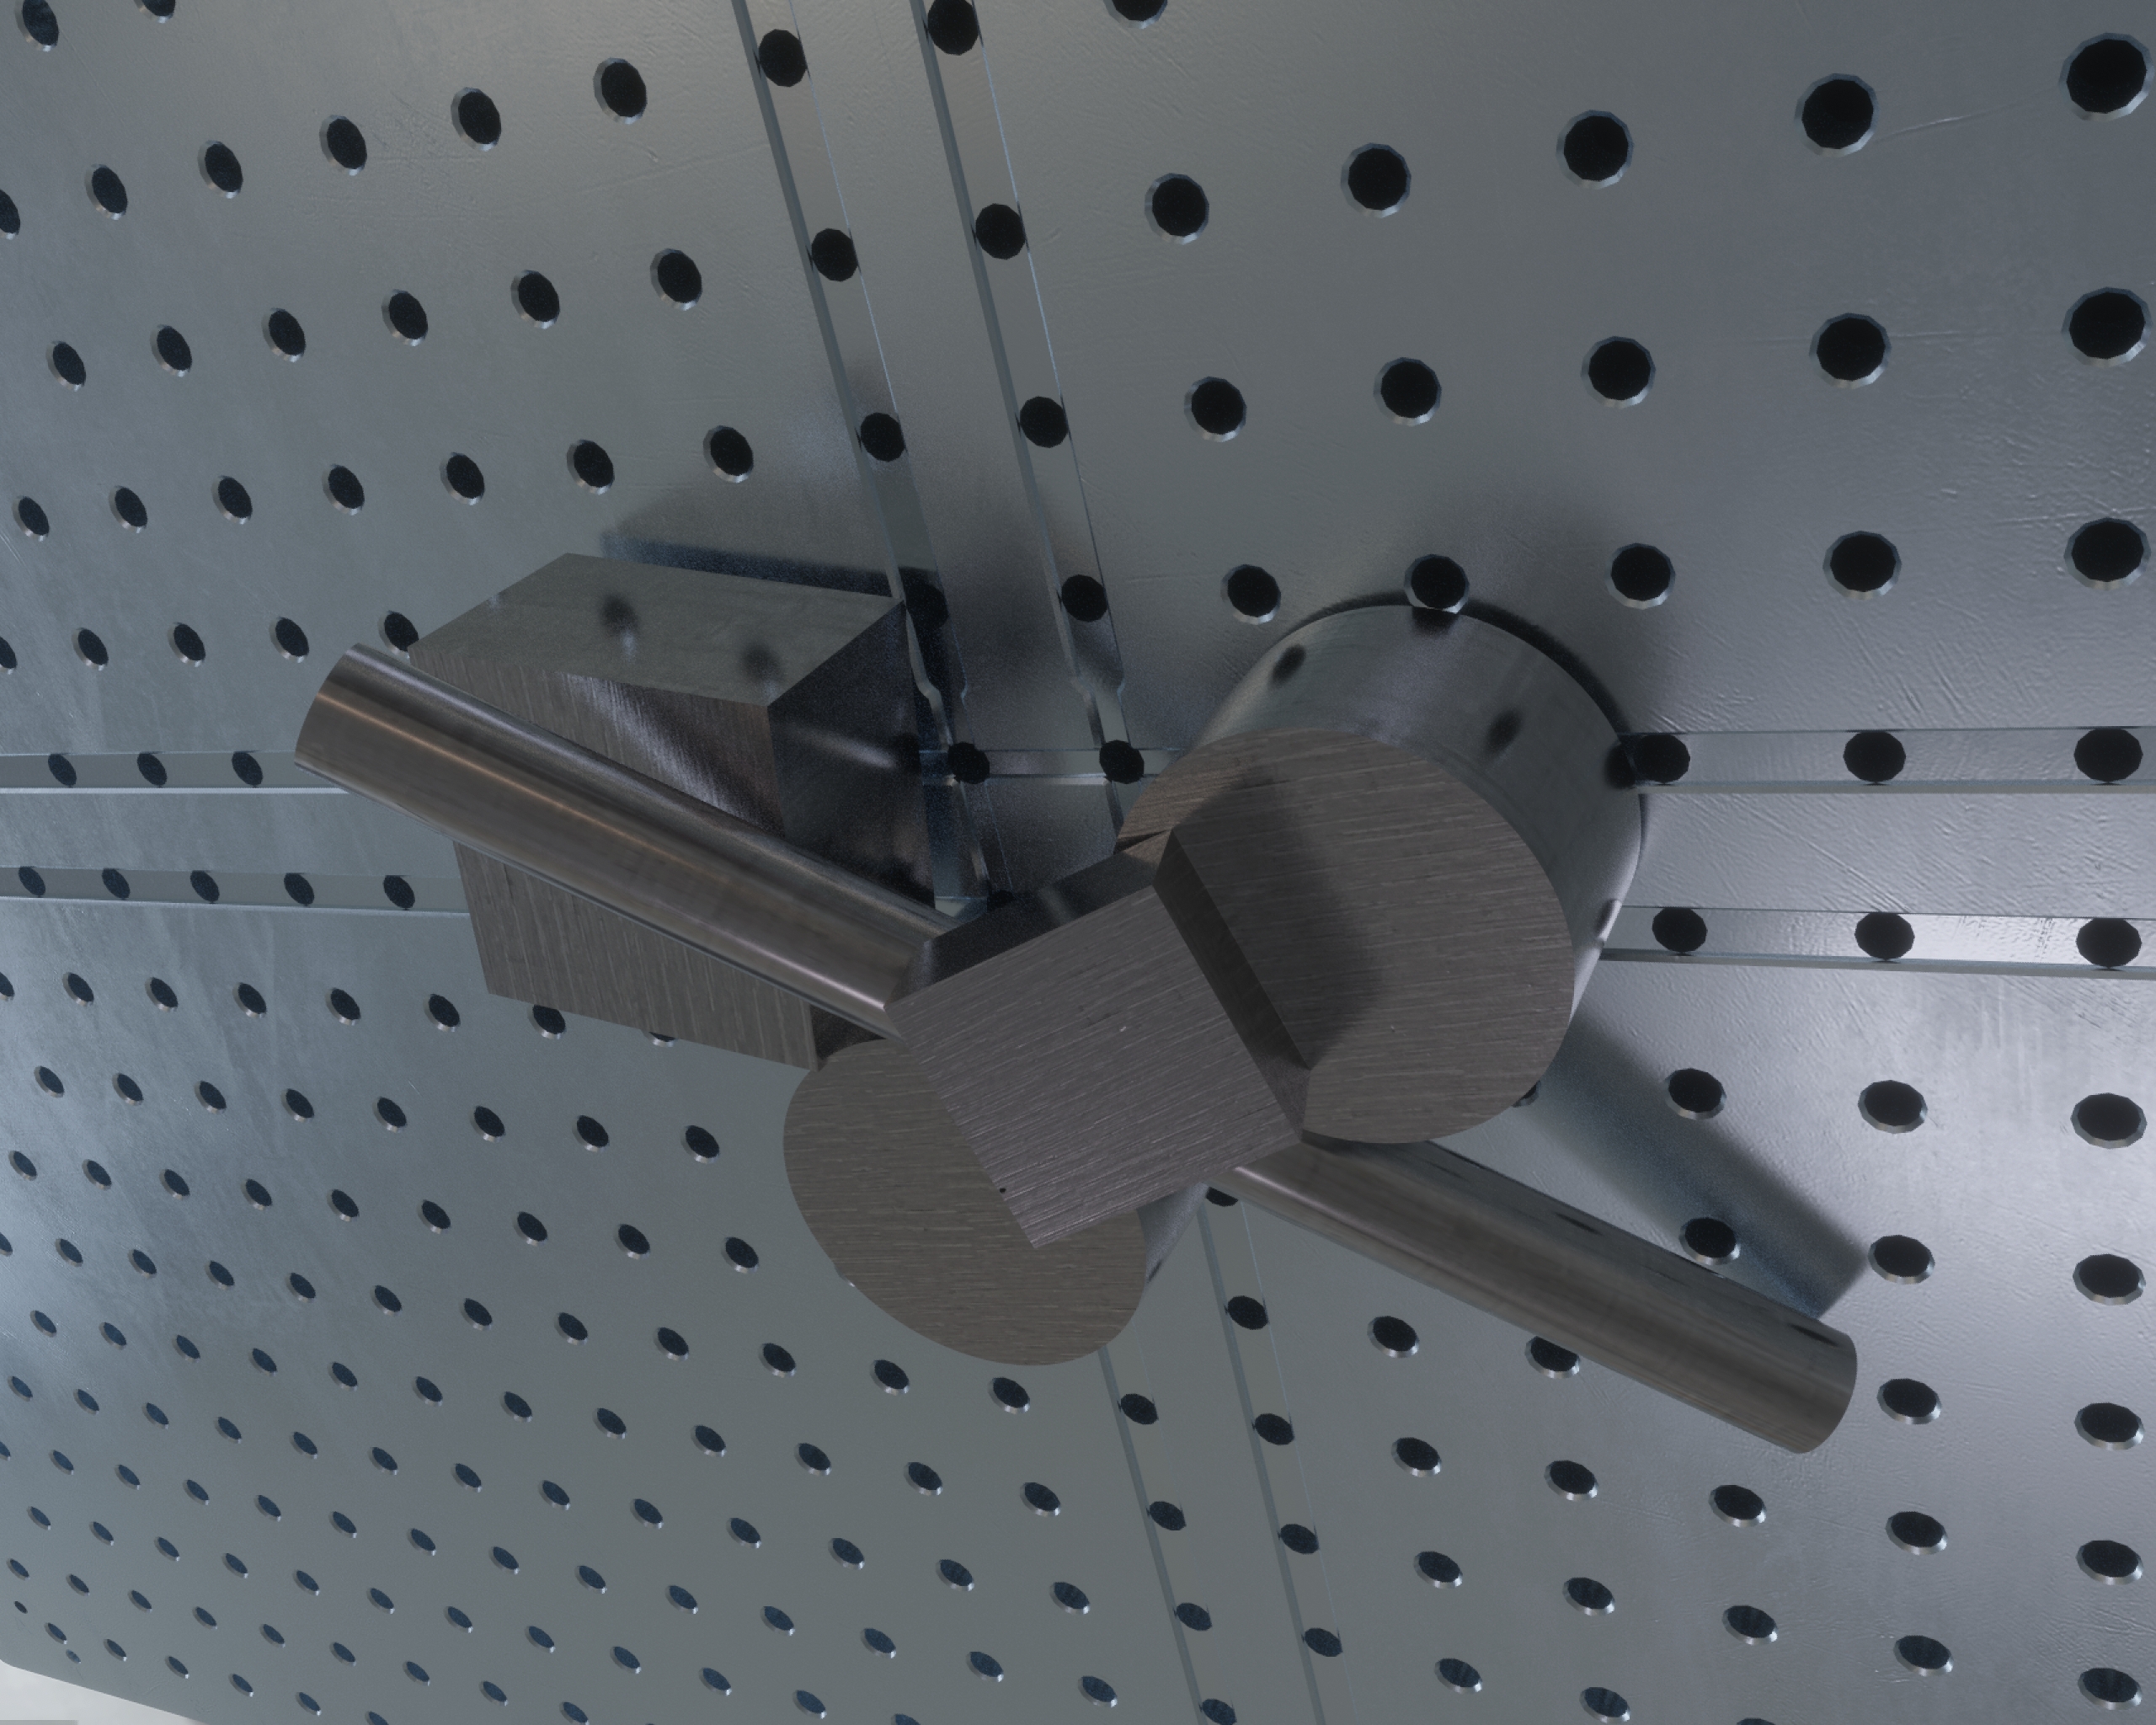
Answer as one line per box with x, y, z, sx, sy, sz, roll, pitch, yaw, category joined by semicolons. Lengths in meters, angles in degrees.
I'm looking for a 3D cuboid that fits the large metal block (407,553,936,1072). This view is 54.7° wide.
-0.079;-0.012;0.422;0.080;0.050;0.079;10;123;22;large metal block

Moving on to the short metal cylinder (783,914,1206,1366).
-0.013;0.056;0.432;0.080;0.050;0.079;13;124;21;short metal cylinder

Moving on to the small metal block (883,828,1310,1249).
0.004;0.030;0.349;0.050;0.025;0.050;-25;105;18;small metal block

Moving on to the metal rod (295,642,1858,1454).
0.005;0.037;0.381;0.301;0.025;0.025;25;129;-6;metal rod

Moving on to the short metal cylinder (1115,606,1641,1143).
0.052;0.002;0.364;0.080;0.050;0.079;13;124;21;short metal cylinder
